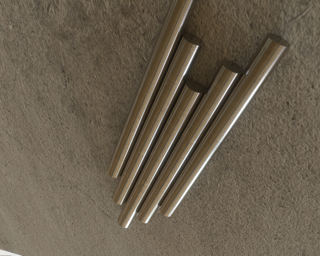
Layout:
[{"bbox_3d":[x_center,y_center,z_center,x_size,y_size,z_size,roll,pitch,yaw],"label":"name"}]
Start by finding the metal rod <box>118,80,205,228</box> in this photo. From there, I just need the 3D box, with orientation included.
[{"bbox_3d":[-0.010,0.057,0.448,0.025,0.025,0.298,32,128,7],"label":"metal rod"}]

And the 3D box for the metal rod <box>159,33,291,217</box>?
[{"bbox_3d":[0.062,0.021,0.387,0.025,0.025,0.298,32,129,7],"label":"metal rod"}]

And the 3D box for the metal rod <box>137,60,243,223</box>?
[{"bbox_3d":[0.025,0.040,0.418,0.025,0.025,0.298,32,129,7],"label":"metal rod"}]

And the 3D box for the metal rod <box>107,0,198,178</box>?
[{"bbox_3d":[-0.020,-0.037,0.395,0.025,0.025,0.298,32,129,7],"label":"metal rod"}]

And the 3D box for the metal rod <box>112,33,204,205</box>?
[{"bbox_3d":[-0.016,0.011,0.422,0.025,0.025,0.298,32,128,7],"label":"metal rod"}]
